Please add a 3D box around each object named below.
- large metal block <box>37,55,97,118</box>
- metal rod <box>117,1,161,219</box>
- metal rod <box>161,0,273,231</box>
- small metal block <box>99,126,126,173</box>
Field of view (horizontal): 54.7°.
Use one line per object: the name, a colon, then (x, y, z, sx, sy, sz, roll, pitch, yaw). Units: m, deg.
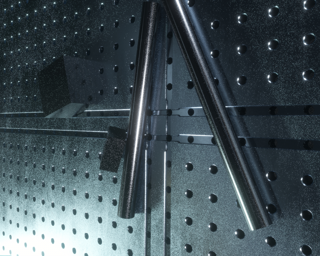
large metal block: (-0.158, -0.066, 0.524, 0.080, 0.050, 0.080, -20, 78, 38)
metal rod: (-0.030, -0.020, 0.434, 0.025, 0.025, 0.298, 13, 98, 39)
metal rod: (0.059, -0.034, 0.360, 0.025, 0.025, 0.299, -30, 72, 36)
small metal block: (-0.068, 0.030, 0.448, 0.050, 0.025, 0.050, -114, 40, -72)
